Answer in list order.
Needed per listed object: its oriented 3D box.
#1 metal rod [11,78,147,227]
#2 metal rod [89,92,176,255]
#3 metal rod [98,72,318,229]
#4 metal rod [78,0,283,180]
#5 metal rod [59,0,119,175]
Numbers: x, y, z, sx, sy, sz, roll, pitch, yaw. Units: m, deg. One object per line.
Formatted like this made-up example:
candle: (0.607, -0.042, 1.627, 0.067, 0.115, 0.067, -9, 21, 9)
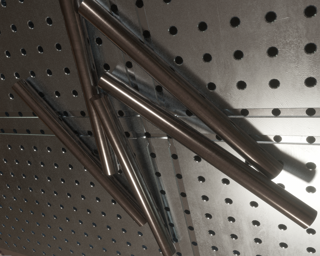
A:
metal rod: (-0.123, 0.043, 0.500, 0.300, 0.025, 0.025, 49, 128, -7)
metal rod: (-0.033, 0.085, 0.470, 0.025, 0.025, 0.298, -5, 119, 30)
metal rod: (0.048, 0.020, 0.379, 0.300, 0.025, 0.025, 35, 129, 12)
metal rod: (0.025, -0.046, 0.368, 0.300, 0.025, 0.025, 41, 129, -1)
metal rod: (-0.096, -0.063, 0.420, 0.025, 0.025, 0.298, 6, 121, 25)
